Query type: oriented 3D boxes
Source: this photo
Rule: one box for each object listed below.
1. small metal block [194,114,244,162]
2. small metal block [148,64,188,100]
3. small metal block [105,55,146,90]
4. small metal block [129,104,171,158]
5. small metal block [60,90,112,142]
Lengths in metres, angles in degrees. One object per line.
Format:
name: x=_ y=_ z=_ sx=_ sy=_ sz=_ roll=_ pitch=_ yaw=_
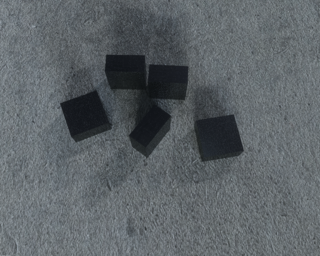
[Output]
small metal block: x=0.075 y=0.013 z=0.404 sx=0.050 sy=0.025 sz=0.050 roll=-9 pitch=70 yaw=-4
small metal block: x=0.011 y=-0.061 z=0.417 sx=0.050 sy=0.050 sz=0.025 roll=3 pitch=70 yaw=1
small metal block: x=-0.045 y=-0.075 z=0.422 sx=0.050 sy=0.050 sz=0.025 roll=1 pitch=70 yaw=0
small metal block: x=-0.012 y=0.005 z=0.393 sx=0.025 sy=0.050 sz=0.050 roll=35 pitch=74 yaw=12
small metal block: x=-0.098 y=-0.015 z=0.413 sx=0.050 sy=0.025 sz=0.050 roll=-21 pitch=72 yaw=-8
